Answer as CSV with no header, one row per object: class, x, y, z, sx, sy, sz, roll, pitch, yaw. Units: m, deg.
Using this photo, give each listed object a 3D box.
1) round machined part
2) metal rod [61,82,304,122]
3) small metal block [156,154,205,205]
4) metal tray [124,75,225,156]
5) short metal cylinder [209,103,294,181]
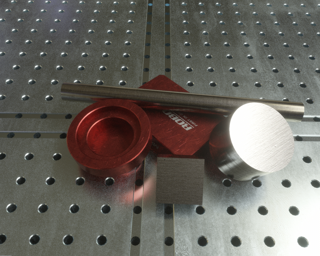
round machined part,-0.058,0.015,0.377,0.099,0.042,0.098,-2,56,4
metal rod,0.025,-0.034,0.395,0.302,0.025,0.025,5,50,4
small metal block,0.022,0.056,0.343,0.050,0.025,0.050,2,93,1
metal tray,0.015,-0.012,0.416,0.091,0.030,0.130,-36,59,-27
short metal cylinder,0.105,0.017,0.358,0.081,0.050,0.080,6,68,-16
